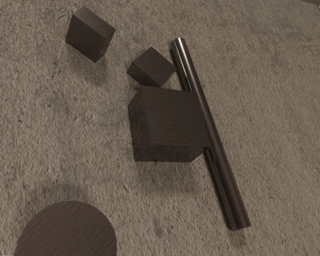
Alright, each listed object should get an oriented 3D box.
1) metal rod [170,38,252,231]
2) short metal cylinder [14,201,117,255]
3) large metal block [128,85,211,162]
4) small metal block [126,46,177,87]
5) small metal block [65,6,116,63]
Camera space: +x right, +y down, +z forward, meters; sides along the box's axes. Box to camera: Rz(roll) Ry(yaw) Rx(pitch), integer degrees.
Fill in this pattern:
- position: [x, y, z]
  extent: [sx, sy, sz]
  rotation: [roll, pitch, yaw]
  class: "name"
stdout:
- position: [0.065, -0.007, 0.445]
  extent: [0.025, 0.025, 0.299]
  rotation: [-1, 62, -29]
  class: "metal rod"
- position: [-0.085, 0.111, 0.275]
  extent: [0.081, 0.050, 0.080]
  rotation: [14, 56, -21]
  class: "short metal cylinder"
- position: [0.009, -0.003, 0.396]
  extent: [0.081, 0.050, 0.080]
  rotation: [4, 60, -27]
  class: "large metal block"
- position: [-0.011, -0.084, 0.450]
  extent: [0.050, 0.025, 0.050]
  rotation: [41, 51, -1]
  class: "small metal block"
- position: [-0.094, -0.124, 0.414]
  extent: [0.050, 0.050, 0.025]
  rotation: [36, 51, -5]
  class: "small metal block"
